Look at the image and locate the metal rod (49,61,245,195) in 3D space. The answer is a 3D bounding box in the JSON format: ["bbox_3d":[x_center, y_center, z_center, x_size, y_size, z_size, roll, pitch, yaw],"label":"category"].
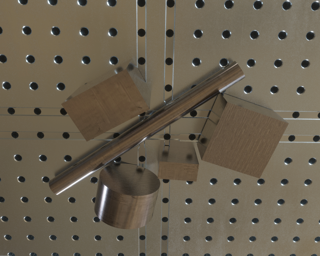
[{"bbox_3d":[-0.025,0.005,0.414,0.300,0.025,0.025,-32,107,11],"label":"metal rod"}]

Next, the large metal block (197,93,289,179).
[{"bbox_3d":[0.103,0.009,0.402,0.080,0.050,0.079,18,109,-7],"label":"large metal block"}]

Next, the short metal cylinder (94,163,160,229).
[{"bbox_3d":[-0.044,0.089,0.416,0.081,0.080,0.050,11,110,-5],"label":"short metal cylinder"}]

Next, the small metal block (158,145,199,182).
[{"bbox_3d":[0.023,0.047,0.418,0.050,0.050,0.025,5,110,-2],"label":"small metal block"}]

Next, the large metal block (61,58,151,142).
[{"bbox_3d":[-0.059,-0.037,0.370,0.080,0.080,0.050,-27,108,9],"label":"large metal block"}]
